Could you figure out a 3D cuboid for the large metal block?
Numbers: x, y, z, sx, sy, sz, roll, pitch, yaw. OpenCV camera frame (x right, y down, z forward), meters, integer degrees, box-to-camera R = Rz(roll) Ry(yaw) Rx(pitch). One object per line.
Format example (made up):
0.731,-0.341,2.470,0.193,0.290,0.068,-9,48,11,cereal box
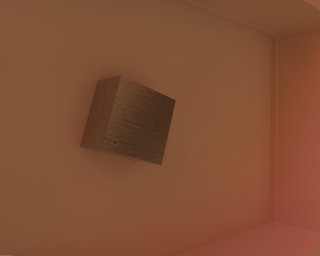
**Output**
-0.035,-0.006,0.360,0.080,0.050,0.080,20,77,-38,large metal block
